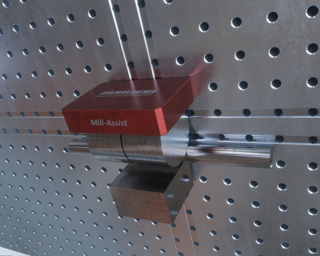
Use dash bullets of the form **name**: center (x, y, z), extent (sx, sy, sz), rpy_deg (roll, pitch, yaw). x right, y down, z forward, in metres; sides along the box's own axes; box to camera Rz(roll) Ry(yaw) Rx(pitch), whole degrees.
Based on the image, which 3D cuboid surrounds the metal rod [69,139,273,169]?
- **metal rod**: center (-0.004, 0.033, 0.428), extent (0.300, 0.025, 0.025), rpy_deg (1, 119, 27)

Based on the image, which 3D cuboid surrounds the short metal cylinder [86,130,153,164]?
- **short metal cylinder**: center (-0.049, 0.005, 0.401), extent (0.050, 0.080, 0.080), rpy_deg (1, 119, 28)

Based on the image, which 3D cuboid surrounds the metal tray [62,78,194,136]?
- **metal tray**: center (-0.037, -0.027, 0.367), extent (0.130, 0.090, 0.030), rpy_deg (1, 119, 27)

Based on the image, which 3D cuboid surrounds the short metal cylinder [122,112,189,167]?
- **short metal cylinder**: center (-0.003, 0.006, 0.377), extent (0.050, 0.080, 0.079), rpy_deg (2, 119, 27)

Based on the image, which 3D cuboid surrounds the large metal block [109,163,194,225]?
- **large metal block**: center (-0.009, 0.079, 0.423), extent (0.080, 0.080, 0.050), rpy_deg (1, 119, 28)
